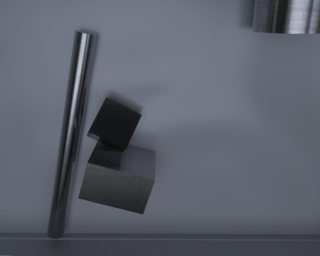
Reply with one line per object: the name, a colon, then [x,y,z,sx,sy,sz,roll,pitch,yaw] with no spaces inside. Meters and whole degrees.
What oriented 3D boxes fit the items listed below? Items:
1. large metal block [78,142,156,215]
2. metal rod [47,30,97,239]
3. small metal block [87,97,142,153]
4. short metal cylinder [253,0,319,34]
large metal block: [-0.052,0.059,0.403,0.080,0.080,0.050,16,110,-6]
metal rod: [-0.123,0.023,0.417,0.025,0.025,0.298,12,110,-5]
small metal block: [-0.058,-0.003,0.396,0.050,0.025,0.050,27,69,-10]
short metal cylinder: [0.144,-0.131,0.336,0.081,0.080,0.050,0,111,0]
